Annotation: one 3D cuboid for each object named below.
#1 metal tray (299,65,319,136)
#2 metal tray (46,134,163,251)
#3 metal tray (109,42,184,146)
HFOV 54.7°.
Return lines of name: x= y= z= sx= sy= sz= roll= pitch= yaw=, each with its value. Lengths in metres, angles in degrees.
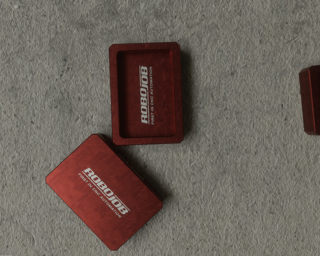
metal tray: x=0.258 y=-0.041 z=0.409 sx=0.131 sy=0.030 sz=0.089 roll=-6 pitch=90 yaw=0
metal tray: x=-0.071 y=0.082 z=0.407 sx=0.090 sy=0.030 sz=0.130 roll=-43 pitch=90 yaw=0
metal tray: x=-0.017 y=-0.044 z=0.407 sx=0.091 sy=0.030 sz=0.129 roll=-2 pitch=90 yaw=0
